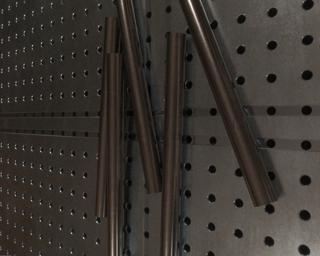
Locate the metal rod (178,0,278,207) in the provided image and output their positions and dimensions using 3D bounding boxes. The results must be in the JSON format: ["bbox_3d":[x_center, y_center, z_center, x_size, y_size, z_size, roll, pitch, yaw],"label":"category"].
[{"bbox_3d":[0.066,-0.061,0.353,0.025,0.025,0.299,-28,73,36],"label":"metal rod"}]

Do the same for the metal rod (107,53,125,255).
[{"bbox_3d":[-0.064,0.044,0.451,0.025,0.025,0.298,3,95,39],"label":"metal rod"}]

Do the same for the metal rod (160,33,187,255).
[{"bbox_3d":[0.016,0.032,0.394,0.025,0.025,0.298,3,92,39],"label":"metal rod"}]

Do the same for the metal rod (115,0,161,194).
[{"bbox_3d":[-0.030,-0.060,0.432,0.025,0.025,0.298,-16,80,38],"label":"metal rod"}]

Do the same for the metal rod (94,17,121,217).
[{"bbox_3d":[-0.079,-0.014,0.471,0.025,0.025,0.298,6,94,39],"label":"metal rod"}]
